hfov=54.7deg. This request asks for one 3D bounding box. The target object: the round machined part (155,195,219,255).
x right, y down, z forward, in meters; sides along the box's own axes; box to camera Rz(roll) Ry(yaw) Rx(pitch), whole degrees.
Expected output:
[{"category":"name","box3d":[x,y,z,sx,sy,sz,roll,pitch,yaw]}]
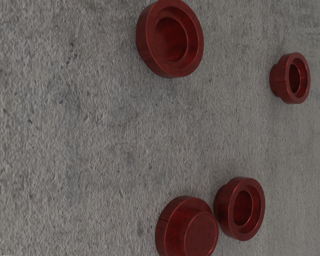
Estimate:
[{"category":"round machined part","box3d":[0.044,0.146,0.431,0.099,0.042,0.097,0,90,-40]}]

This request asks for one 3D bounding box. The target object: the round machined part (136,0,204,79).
[{"category":"round machined part","box3d":[0.008,-0.112,0.400,0.099,0.042,0.097,0,90,-40]}]

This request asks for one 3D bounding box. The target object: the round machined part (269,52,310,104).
[{"category":"round machined part","box3d":[0.249,-0.095,0.602,0.099,0.042,0.097,0,90,-40]}]

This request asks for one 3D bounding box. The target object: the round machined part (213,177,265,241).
[{"category":"round machined part","box3d":[0.124,0.126,0.497,0.099,0.042,0.097,0,90,-40]}]
